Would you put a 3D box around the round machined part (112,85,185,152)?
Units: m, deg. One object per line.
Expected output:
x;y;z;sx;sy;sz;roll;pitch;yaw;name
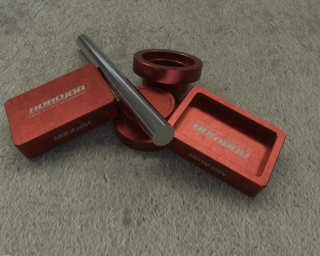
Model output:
-0.014;-0.020;0.411;0.099;0.042;0.098;0;50;0;round machined part

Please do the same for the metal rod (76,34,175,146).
-0.063;-0.070;0.420;0.025;0.025;0.300;-22;40;-17;metal rod

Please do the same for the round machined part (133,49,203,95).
0.010;-0.080;0.447;0.099;0.042;0.098;6;28;-3;round machined part

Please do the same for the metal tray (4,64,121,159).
-0.129;-0.026;0.408;0.131;0.030;0.090;-27;52;-11;metal tray

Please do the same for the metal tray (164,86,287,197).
0.076;0.012;0.378;0.130;0.030;0.090;30;55;10;metal tray
